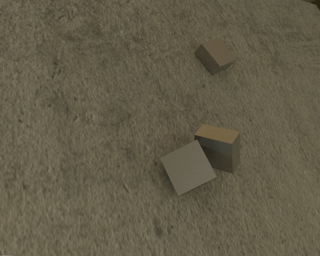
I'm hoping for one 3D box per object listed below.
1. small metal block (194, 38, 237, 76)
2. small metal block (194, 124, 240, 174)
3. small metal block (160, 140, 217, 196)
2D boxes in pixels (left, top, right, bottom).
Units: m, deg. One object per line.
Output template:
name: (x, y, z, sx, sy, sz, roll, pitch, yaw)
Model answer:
small metal block: (0.096, -0.123, 0.533, 0.050, 0.025, 0.050, -29, 78, -38)
small metal block: (0.075, 0.027, 0.401, 0.050, 0.050, 0.025, 14, 42, 30)
small metal block: (0.035, 0.049, 0.378, 0.050, 0.025, 0.050, -27, 73, 2)
